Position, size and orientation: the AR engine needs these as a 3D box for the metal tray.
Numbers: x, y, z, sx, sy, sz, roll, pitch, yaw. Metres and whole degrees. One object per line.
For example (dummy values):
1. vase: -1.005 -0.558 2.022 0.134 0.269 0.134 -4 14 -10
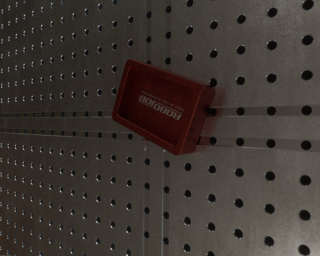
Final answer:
1. metal tray: -0.002 -0.031 0.405 0.130 0.030 0.089 27 107 36
